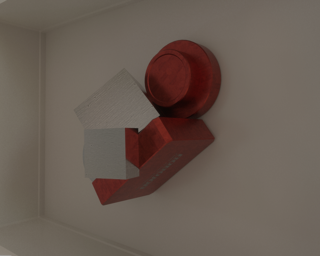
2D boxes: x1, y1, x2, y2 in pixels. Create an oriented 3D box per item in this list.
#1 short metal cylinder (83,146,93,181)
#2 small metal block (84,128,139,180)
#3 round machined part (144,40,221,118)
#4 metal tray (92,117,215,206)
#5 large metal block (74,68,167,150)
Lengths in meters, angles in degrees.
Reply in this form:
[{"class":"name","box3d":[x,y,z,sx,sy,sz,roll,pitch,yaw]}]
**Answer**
[{"class":"short metal cylinder","box3d":[-0.064,0.039,0.439,0.080,0.050,0.079,0,90,39]},{"class":"small metal block","box3d":[-0.050,0.026,0.320,0.050,0.025,0.050,-2,88,26]},{"class":"round machined part","box3d":[0.020,-0.058,0.375,0.098,0.042,0.097,0,90,39]},{"class":"metal tray","box3d":[-0.008,0.040,0.367,0.129,0.091,0.030,-45,63,30]},{"class":"large metal block","box3d":[-0.044,-0.011,0.376,0.080,0.050,0.080,-39,64,6]}]
